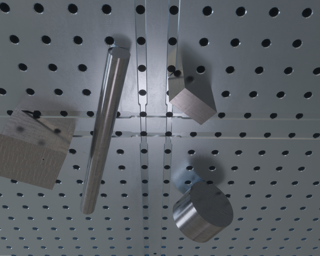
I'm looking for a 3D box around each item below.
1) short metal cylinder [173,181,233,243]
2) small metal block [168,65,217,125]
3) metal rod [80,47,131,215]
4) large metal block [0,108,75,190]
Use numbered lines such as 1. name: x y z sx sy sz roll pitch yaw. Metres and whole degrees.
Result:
1. short metal cylinder: 0.068 0.131 0.488 0.080 0.080 0.050 24 126 -19
2. small metal block: 0.037 -0.039 0.363 0.050 0.050 0.025 33 122 -25
3. metal rod: -0.084 0.027 0.433 0.025 0.025 0.298 12 129 -10
4. large metal block: -0.171 0.031 0.420 0.080 0.050 0.079 20 127 -17
